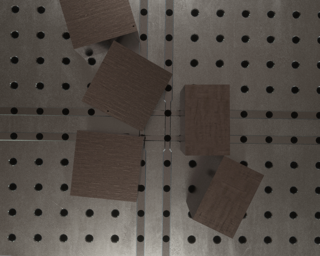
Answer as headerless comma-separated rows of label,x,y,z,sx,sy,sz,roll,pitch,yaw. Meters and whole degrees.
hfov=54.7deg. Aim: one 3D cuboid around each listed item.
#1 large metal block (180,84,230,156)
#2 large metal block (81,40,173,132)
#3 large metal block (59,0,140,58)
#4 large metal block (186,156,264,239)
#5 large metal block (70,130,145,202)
large metal block,0.053,-0.009,0.387,0.050,0.080,0.079,0,90,0
large metal block,-0.043,-0.051,0.392,0.080,0.050,0.080,28,90,-14
large metal block,-0.077,-0.145,0.400,0.080,0.050,0.080,-16,90,-1
large metal block,0.077,0.077,0.387,0.050,0.080,0.080,26,90,-1
large metal block,-0.065,0.046,0.400,0.081,0.050,0.079,6,90,-1
